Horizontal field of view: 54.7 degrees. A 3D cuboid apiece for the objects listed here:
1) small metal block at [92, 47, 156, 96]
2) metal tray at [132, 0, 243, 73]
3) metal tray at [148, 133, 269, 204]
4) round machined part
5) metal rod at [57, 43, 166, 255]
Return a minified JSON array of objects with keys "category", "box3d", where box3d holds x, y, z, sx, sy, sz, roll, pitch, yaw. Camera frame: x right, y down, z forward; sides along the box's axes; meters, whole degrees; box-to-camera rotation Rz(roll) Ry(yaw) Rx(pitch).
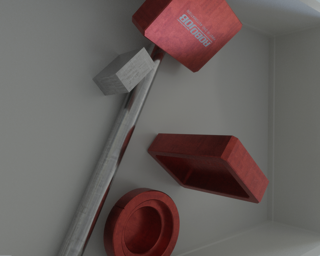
[{"category":"small metal block","box3d":[-0.042,-0.064,0.357,0.050,0.050,0.025,-50,120,-28]},{"category":"metal tray","box3d":[0.039,-0.129,0.381,0.090,0.030,0.131,-44,149,17]},{"category":"metal tray","box3d":[0.056,0.047,0.388,0.090,0.130,0.030,48,61,-30]},{"category":"round machined part","box3d":[-0.026,0.121,0.376,0.099,0.042,0.097,0,90,-40]},{"category":"metal rod","box3d":[-0.055,0.031,0.361,0.025,0.025,0.299,33,69,-36]}]
